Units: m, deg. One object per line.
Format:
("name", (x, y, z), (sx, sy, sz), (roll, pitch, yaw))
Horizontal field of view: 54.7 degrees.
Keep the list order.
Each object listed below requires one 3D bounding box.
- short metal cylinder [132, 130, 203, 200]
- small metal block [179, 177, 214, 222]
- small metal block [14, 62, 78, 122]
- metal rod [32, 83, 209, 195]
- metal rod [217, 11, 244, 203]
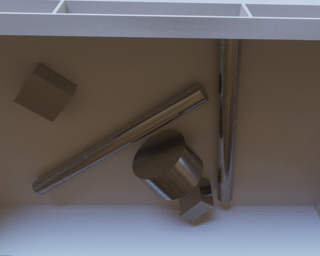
("short metal cylinder", (0.011, 0.049, 0.415), (0.080, 0.080, 0.050), (-26, 126, 20))
("small metal block", (0.056, 0.111, 0.488), (0.025, 0.050, 0.050), (29, 124, -22))
("small metal block", (-0.137, -0.042, 0.371), (0.050, 0.025, 0.050), (33, 123, -25))
("metal rod", (-0.069, 0.025, 0.429), (0.300, 0.025, 0.025), (-30, 124, 22))
("metal rod", (0.089, -0.001, 0.409), (0.025, 0.025, 0.298), (-5, 130, 4))
